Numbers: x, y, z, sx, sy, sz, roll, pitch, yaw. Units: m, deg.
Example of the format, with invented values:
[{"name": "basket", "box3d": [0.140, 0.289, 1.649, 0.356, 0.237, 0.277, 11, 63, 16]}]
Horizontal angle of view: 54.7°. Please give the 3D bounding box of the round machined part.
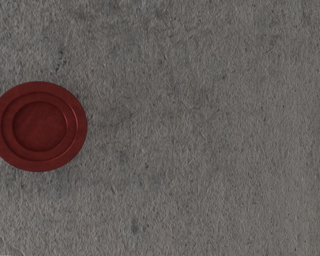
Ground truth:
[{"name": "round machined part", "box3d": [-0.135, -0.002, 0.350, 0.099, 0.042, 0.097, 0, 90, -20]}]
